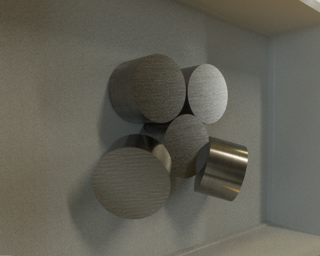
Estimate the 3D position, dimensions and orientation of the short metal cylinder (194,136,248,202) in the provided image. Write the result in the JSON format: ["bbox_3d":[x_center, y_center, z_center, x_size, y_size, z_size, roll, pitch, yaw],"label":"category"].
[{"bbox_3d":[0.083,0.057,0.433,0.050,0.080,0.080,16,77,1],"label":"short metal cylinder"}]

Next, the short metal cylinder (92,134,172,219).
[{"bbox_3d":[-0.028,0.051,0.340,0.050,0.080,0.080,-76,151,-75],"label":"short metal cylinder"}]

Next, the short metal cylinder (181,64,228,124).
[{"bbox_3d":[0.049,-0.046,0.432,0.081,0.050,0.079,0,90,-40],"label":"short metal cylinder"}]

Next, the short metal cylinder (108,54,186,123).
[{"bbox_3d":[-0.015,-0.046,0.376,0.081,0.050,0.079,0,90,-40],"label":"short metal cylinder"}]

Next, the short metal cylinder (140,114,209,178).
[{"bbox_3d":[0.018,0.022,0.403,0.081,0.050,0.079,0,90,-40],"label":"short metal cylinder"}]
